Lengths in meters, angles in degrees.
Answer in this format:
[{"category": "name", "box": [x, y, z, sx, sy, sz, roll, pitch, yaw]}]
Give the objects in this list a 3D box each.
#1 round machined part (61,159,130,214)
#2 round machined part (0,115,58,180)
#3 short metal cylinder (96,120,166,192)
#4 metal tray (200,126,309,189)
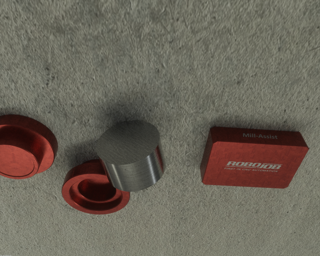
[{"category": "round machined part", "box": [-0.093, 0.085, 0.467, 0.099, 0.042, 0.097, -1, 130, 0]}, {"category": "round machined part", "box": [-0.194, 0.032, 0.421, 0.099, 0.042, 0.097, -1, 130, 0]}, {"category": "short metal cylinder", "box": [-0.036, 0.035, 0.400, 0.080, 0.080, 0.050, -7, 130, 5]}, {"category": "metal tray", "box": [0.130, 0.045, 0.444, 0.131, 0.030, 0.089, 4, 130, -4]}]
